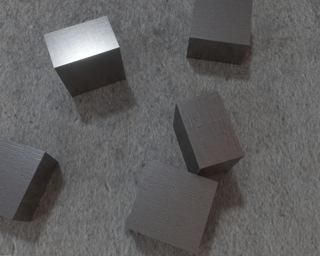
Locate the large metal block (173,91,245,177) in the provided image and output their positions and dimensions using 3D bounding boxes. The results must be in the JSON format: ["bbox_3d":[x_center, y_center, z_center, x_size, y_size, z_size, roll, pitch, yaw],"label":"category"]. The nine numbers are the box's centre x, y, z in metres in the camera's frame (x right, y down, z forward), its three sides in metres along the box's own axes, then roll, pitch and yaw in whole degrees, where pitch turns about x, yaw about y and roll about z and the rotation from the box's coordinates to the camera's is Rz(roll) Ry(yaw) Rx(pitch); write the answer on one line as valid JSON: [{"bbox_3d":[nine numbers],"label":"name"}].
[{"bbox_3d":[0.053,0.013,0.375,0.050,0.080,0.080,-16,71,-6],"label":"large metal block"}]

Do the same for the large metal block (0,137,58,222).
[{"bbox_3d":[-0.183,0.059,0.371,0.080,0.050,0.080,18,71,6],"label":"large metal block"}]

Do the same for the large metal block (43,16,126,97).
[{"bbox_3d":[-0.095,-0.092,0.411,0.080,0.080,0.050,-20,72,-7],"label":"large metal block"}]

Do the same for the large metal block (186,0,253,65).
[{"bbox_3d":[0.085,-0.144,0.449,0.080,0.050,0.080,9,70,3],"label":"large metal block"}]

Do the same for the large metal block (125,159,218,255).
[{"bbox_3d":[0.014,0.092,0.362,0.080,0.050,0.080,19,71,6],"label":"large metal block"}]
